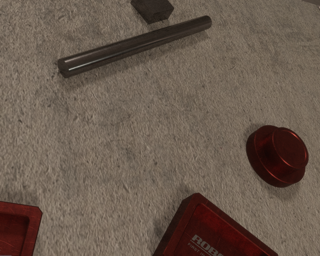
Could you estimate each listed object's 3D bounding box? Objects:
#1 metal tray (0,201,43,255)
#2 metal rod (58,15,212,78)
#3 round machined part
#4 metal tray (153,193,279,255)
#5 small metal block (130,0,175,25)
[{"bbox_3d":[-0.172,0.101,0.246,0.131,0.030,0.090,15,55,-20],"label":"metal tray"},{"bbox_3d":[-0.017,-0.134,0.477,0.302,0.025,0.025,-31,79,-38],"label":"metal rod"},{"bbox_3d":[0.185,0.038,0.472,0.099,0.042,0.098,14,56,-21],"label":"round machined part"},{"bbox_3d":[0.066,0.147,0.347,0.130,0.030,0.090,38,51,-3],"label":"metal tray"},{"bbox_3d":[-0.013,-0.208,0.526,0.050,0.025,0.050,-31,79,-38],"label":"small metal block"}]
